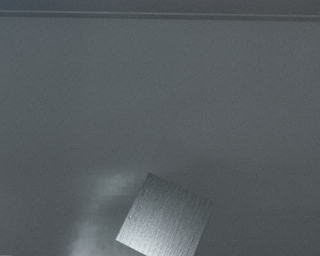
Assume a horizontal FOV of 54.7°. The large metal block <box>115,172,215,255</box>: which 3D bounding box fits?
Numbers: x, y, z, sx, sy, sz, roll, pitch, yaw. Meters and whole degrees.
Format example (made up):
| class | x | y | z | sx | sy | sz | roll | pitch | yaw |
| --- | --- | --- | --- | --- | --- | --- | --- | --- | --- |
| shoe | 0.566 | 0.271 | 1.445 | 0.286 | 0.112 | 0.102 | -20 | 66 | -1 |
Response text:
| class | x | y | z | sx | sy | sz | roll | pitch | yaw |
| --- | --- | --- | --- | --- | --- | --- | --- | --- | --- |
| large metal block | 0.007 | 0.108 | 0.355 | 0.080 | 0.050 | 0.080 | 23 | 71 | 10 |
